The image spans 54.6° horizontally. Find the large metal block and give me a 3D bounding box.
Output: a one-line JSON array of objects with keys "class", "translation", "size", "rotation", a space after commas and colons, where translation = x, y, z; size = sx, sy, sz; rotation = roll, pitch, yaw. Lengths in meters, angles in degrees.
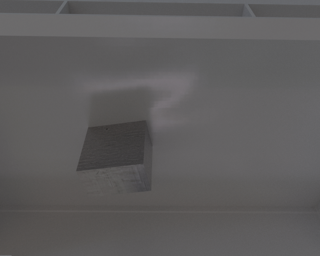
[{"class": "large metal block", "translation": [-0.055, 0.039, 0.405], "size": [0.080, 0.080, 0.050], "rotation": [-7, 130, 6]}]
